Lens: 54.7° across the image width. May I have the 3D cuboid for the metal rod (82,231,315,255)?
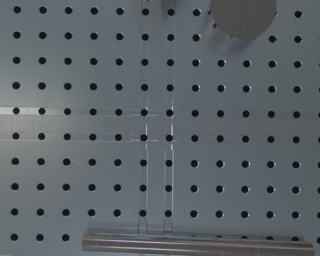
[{"bbox_3d":[0.050,0.158,0.413,0.302,0.025,0.025,3,90,0],"label":"metal rod"}]

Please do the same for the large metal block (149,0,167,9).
[{"bbox_3d":[0.004,-0.210,0.386,0.050,0.080,0.080,36,90,0],"label":"large metal block"}]

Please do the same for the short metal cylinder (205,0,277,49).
[{"bbox_3d":[0.102,-0.148,0.401,0.081,0.050,0.079,0,90,0],"label":"short metal cylinder"}]
